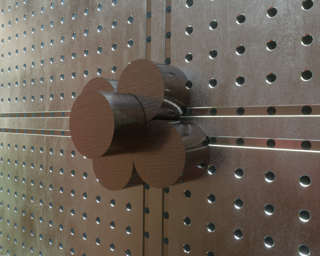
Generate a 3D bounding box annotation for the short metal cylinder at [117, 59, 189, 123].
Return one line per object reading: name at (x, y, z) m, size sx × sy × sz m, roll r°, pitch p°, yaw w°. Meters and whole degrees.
short metal cylinder at (-0.010, -0.045, 0.398) m, size 0.080 × 0.050 × 0.079 m, roll 0°, pitch 90°, yaw 39°

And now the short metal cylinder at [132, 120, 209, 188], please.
short metal cylinder at (0.013, 0.030, 0.380) m, size 0.080 × 0.050 × 0.079 m, roll 0°, pitch 90°, yaw 39°

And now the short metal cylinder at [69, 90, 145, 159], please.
short metal cylinder at (-0.065, -0.005, 0.377) m, size 0.080 × 0.050 × 0.079 m, roll 2°, pitch 92°, yaw 39°

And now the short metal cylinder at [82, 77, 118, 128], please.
short metal cylinder at (-0.071, -0.031, 0.449) m, size 0.080 × 0.050 × 0.079 m, roll 0°, pitch 90°, yaw 39°

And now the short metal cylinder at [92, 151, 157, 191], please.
short metal cylinder at (-0.048, 0.043, 0.430) m, size 0.080 × 0.050 × 0.079 m, roll 0°, pitch 90°, yaw 39°
